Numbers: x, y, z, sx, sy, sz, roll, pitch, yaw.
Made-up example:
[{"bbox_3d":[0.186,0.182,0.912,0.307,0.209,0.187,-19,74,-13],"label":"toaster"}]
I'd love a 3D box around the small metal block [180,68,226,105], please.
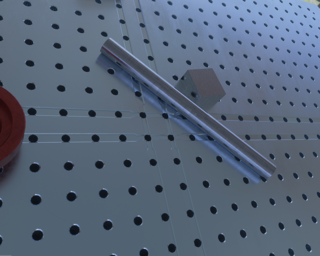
[{"bbox_3d":[0.067,-0.065,0.484,0.050,0.025,0.050,-10,67,-33],"label":"small metal block"}]

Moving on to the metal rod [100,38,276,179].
[{"bbox_3d":[0.043,-0.026,0.446,0.301,0.025,0.025,37,51,-3],"label":"metal rod"}]

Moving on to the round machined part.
[{"bbox_3d":[-0.184,0.003,0.296,0.099,0.042,0.098,14,56,-21],"label":"round machined part"}]
